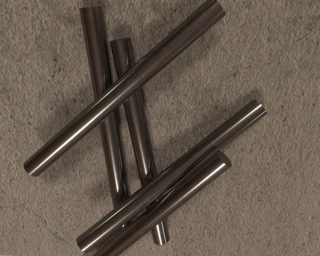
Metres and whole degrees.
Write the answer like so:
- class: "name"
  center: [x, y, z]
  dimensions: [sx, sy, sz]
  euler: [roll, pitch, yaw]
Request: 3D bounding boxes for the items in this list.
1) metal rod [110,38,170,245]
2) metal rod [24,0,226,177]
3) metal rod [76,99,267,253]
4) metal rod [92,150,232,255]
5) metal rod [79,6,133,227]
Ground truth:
- class: "metal rod"
  center: [-0.023, 0.032, 0.421]
  dimensions: [0.025, 0.025, 0.298]
  euler: [-9, 110, 3]
- class: "metal rod"
  center: [-0.050, -0.040, 0.366]
  dimensions: [0.300, 0.025, 0.025]
  euler: [-39, 106, 12]
- class: "metal rod"
  center: [0.013, 0.065, 0.411]
  dimensions: [0.300, 0.025, 0.025]
  euler: [-38, 106, 3]
- class: "metal rod"
  center: [-0.020, 0.133, 0.433]
  dimensions: [0.025, 0.025, 0.299]
  euler: [39, 114, -14]
- class: "metal rod"
  center: [-0.067, 0.000, 0.408]
  dimensions: [0.025, 0.025, 0.298]
  euler: [-5, 110, 1]
